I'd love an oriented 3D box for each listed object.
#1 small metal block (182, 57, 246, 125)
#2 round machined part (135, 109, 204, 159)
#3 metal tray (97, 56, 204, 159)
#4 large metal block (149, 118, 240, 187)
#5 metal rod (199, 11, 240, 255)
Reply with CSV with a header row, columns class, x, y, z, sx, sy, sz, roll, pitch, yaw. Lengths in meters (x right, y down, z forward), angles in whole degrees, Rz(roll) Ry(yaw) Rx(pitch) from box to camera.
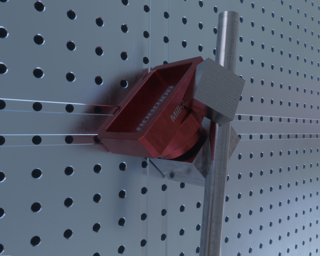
class,x,y,z,sx,sy,sz,roll,pitch,yaw
small metal block,0.058,-0.039,0.332,0.050,0.025,0.050,27,70,-17
round machined part,0.012,-0.001,0.379,0.042,0.098,0.098,50,60,-29
metal tray,-0.005,-0.026,0.364,0.030,0.090,0.130,51,60,-28
large metal block,0.045,0.027,0.410,0.050,0.080,0.080,51,60,-29
metal rod,0.070,0.011,0.366,0.025,0.025,0.298,9,84,-40
